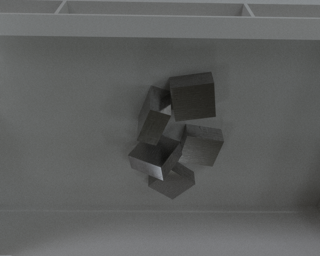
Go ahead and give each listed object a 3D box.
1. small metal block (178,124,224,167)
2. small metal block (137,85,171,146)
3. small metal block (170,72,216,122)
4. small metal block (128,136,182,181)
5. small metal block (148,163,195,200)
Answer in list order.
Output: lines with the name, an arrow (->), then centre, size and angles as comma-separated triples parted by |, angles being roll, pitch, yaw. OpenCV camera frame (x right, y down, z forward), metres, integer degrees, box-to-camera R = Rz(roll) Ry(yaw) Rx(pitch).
small metal block -> 0.055, 0.025, 0.430 | 0.050, 0.025, 0.050 | 9, 130, -8
small metal block -> -0.008, -0.015, 0.379 | 0.025, 0.050, 0.050 | 16, 128, -13
small metal block -> 0.040, -0.038, 0.377 | 0.050, 0.025, 0.050 | -7, 130, 5
small metal block -> -0.006, 0.036, 0.411 | 0.050, 0.050, 0.025 | 17, 136, 28
small metal block -> 0.018, 0.078, 0.476 | 0.050, 0.025, 0.050 | 34, 122, -26
